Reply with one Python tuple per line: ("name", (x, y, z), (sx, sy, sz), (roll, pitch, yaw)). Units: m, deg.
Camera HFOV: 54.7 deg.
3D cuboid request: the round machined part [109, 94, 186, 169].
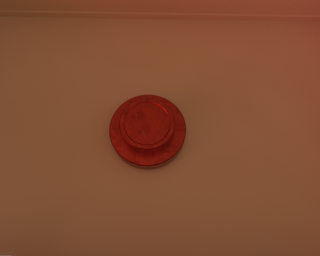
("round machined part", (-0.016, 0.001, 0.396), (0.099, 0.042, 0.098), (0, 70, -1))
